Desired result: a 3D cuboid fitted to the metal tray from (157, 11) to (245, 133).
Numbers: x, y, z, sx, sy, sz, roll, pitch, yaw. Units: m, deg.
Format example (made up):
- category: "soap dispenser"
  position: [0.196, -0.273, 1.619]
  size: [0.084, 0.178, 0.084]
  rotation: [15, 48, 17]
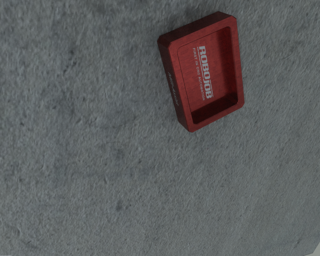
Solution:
- category: "metal tray"
  position: [0.057, -0.067, 0.391]
  size: [0.090, 0.030, 0.129]
  rotation: [-27, 128, -12]
